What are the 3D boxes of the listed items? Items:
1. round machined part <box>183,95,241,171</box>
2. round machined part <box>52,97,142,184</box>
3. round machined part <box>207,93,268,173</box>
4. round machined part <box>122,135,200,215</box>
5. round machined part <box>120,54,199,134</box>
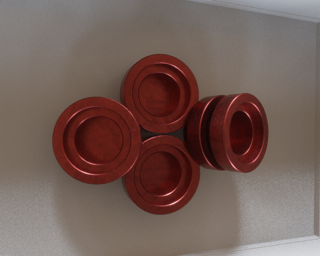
[{"bbox_3d":[0.069,0.006,0.414,0.099,0.042,0.097,1,89,-42],"label":"round machined part"},{"bbox_3d":[-0.070,0.014,0.363,0.099,0.042,0.097,0,90,1],"label":"round machined part"},{"bbox_3d":[0.093,0.006,0.393,0.099,0.042,0.097,0,90,-42],"label":"round machined part"},{"bbox_3d":[-0.002,0.057,0.398,0.099,0.042,0.097,0,90,-20],"label":"round machined part"},{"bbox_3d":[-0.003,-0.042,0.398,0.099,0.042,0.097,0,90,-20],"label":"round machined part"}]
